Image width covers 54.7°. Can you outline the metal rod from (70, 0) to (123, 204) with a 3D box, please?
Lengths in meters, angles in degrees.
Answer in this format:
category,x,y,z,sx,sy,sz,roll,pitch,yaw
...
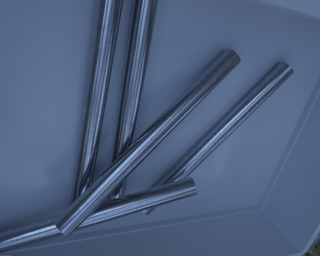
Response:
category,x,y,z,sx,sy,sz,roll,pitch,yaw
metal rod,-0.078,-0.012,0.358,0.025,0.025,0.298,0,119,-29

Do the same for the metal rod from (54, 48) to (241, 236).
category,x,y,z,sx,sy,sz,roll,pitch,yaw
metal rod,-0.010,0.012,0.383,0.300,0.025,0.025,-45,130,-8

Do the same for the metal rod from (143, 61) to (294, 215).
category,x,y,z,sx,sy,sz,roll,pitch,yaw
metal rod,0.080,0.017,0.462,0.300,0.025,0.025,-45,129,3

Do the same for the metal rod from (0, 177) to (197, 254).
category,x,y,z,sx,sy,sz,roll,pitch,yaw
metal rod,-0.099,0.115,0.391,0.302,0.025,0.025,-14,125,-9

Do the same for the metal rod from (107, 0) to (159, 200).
category,x,y,z,sx,sy,sz,roll,pitch,yaw
metal rod,-0.040,-0.008,0.381,0.025,0.025,0.298,-3,120,-27
